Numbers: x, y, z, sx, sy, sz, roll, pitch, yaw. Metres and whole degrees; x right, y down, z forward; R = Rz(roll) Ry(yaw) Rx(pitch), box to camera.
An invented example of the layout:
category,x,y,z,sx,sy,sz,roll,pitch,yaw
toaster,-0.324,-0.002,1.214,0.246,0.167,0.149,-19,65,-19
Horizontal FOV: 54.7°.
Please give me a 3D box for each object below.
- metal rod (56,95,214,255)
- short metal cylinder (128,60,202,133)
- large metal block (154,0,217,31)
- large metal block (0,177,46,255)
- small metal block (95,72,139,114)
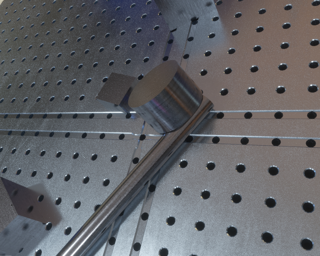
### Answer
category,x,y,z,sx,sy,sz,roll,pitch,yaw
metal rod,-0.040,0.076,0.380,0.300,0.025,0.025,-48,52,-6
short metal cylinder,0.006,-0.040,0.394,0.080,0.050,0.080,-33,30,22
large metal block,0.033,-0.214,0.485,0.080,0.080,0.050,-22,54,15
large metal block,-0.218,0.128,0.425,0.080,0.050,0.080,-47,52,-5
small metal block,-0.061,-0.054,0.472,0.050,0.025,0.050,18,71,34
